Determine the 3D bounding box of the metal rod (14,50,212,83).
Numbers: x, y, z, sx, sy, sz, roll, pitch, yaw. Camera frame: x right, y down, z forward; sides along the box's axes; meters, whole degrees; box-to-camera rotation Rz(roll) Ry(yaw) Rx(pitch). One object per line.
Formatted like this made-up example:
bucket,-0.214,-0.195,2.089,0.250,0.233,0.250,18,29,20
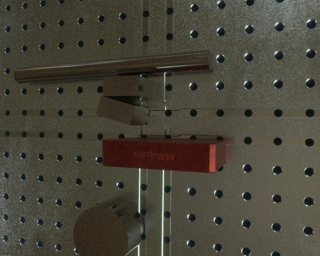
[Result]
metal rod,-0.079,-0.084,0.439,0.301,0.025,0.025,-1,90,19

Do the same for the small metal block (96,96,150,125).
small metal block,-0.048,-0.023,0.415,0.050,0.050,0.025,18,96,19

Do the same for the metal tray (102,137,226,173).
metal tray,0.008,0.029,0.374,0.130,0.090,0.030,1,91,19

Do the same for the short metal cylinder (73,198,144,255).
short metal cylinder,-0.069,0.142,0.422,0.080,0.050,0.079,0,90,19

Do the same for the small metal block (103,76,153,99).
small metal block,-0.041,-0.053,0.413,0.050,0.050,0.025,1,91,19
